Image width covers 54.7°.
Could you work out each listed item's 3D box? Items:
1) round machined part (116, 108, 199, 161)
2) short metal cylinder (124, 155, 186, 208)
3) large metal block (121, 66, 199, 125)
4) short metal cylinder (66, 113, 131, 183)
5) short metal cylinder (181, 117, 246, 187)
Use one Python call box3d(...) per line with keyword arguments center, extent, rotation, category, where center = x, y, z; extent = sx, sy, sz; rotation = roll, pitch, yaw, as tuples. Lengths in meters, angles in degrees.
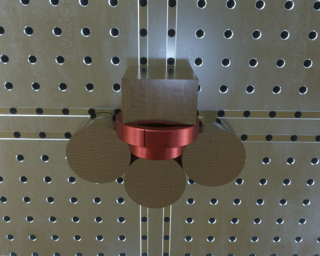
box3d(center=(-0.003, 0.006, 0.375), extent=(0.099, 0.098, 0.042), rotation=(2, 110, -1), category="round machined part")
box3d(center=(-0.006, 0.062, 0.423), extent=(0.081, 0.050, 0.079), rotation=(0, 110, 0), category="short metal cylinder")
box3d(center=(0.000, -0.041, 0.368), extent=(0.081, 0.080, 0.050), rotation=(1, 110, -1), category="large metal block")
box3d(center=(-0.077, 0.026, 0.409), extent=(0.081, 0.050, 0.079), rotation=(0, 110, 0), category="short metal cylinder")
box3d(center=(0.068, 0.030, 0.412), extent=(0.081, 0.050, 0.079), rotation=(0, 110, 0), category="short metal cylinder")
